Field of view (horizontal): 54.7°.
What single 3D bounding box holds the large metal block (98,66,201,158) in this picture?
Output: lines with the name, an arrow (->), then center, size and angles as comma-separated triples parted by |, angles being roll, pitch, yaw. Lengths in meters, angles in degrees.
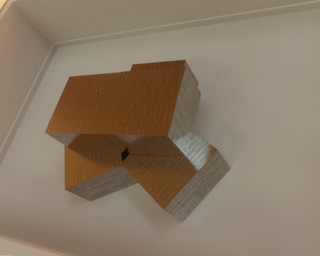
large metal block -> -0.008, -0.017, 0.336 | 0.080, 0.050, 0.080 | 1, 62, 28

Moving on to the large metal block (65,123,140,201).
large metal block -> -0.075, 0.038, 0.404 | 0.080, 0.050, 0.080 | -23, 53, 14

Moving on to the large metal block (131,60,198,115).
large metal block -> -0.002, -0.041, 0.414 | 0.080, 0.050, 0.080 | 2, 62, 29

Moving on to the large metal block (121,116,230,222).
large metal block -> 0.017, 0.043, 0.351 | 0.080, 0.050, 0.080 | -47, 51, -5

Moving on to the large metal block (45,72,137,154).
large metal block -> -0.078, -0.018, 0.375 | 0.080, 0.050, 0.080 | 1, 62, 28
